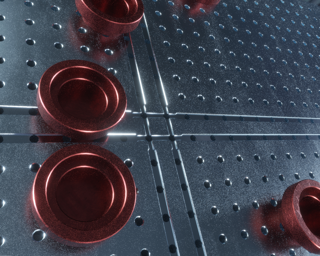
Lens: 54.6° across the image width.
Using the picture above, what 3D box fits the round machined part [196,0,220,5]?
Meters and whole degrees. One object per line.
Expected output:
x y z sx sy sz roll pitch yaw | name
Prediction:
0.092 -0.301 0.630 0.099 0.042 0.098 13 56 -21 | round machined part

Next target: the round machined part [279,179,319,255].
0.208 0.125 0.432 0.099 0.042 0.098 13 56 -21 | round machined part

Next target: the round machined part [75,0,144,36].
-0.077 -0.178 0.464 0.099 0.042 0.098 13 56 -21 | round machined part

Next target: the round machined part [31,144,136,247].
-0.078 0.069 0.313 0.099 0.042 0.098 13 56 -21 | round machined part

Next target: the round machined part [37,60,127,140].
-0.092 -0.029 0.365 0.099 0.042 0.098 13 56 -21 | round machined part
